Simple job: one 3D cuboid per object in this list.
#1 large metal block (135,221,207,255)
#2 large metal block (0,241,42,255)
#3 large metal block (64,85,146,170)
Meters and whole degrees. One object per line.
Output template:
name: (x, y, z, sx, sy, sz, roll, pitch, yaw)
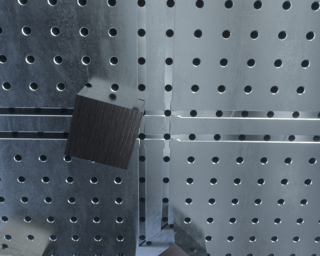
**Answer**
large metal block: (0.019, 0.205, 0.476, 0.080, 0.050, 0.080, -41, 106, 13)
large metal block: (-0.243, 0.231, 0.482, 0.080, 0.050, 0.080, 23, 108, -9)
large metal block: (-0.069, -0.001, 0.399, 0.081, 0.050, 0.079, 15, 109, -6)
